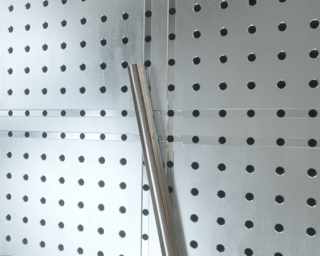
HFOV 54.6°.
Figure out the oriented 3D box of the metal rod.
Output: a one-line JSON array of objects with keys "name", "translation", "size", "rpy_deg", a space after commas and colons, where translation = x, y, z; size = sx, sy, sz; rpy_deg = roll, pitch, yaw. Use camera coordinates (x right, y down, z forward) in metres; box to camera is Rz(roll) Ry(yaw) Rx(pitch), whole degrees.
[{"name": "metal rod", "translation": [-0.005, 0.062, 0.414], "size": [0.025, 0.025, 0.299], "rpy_deg": [-12, 86, 19]}]
